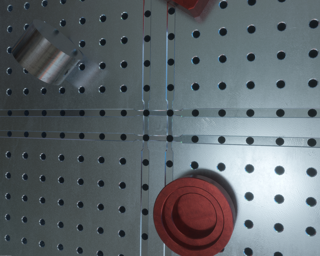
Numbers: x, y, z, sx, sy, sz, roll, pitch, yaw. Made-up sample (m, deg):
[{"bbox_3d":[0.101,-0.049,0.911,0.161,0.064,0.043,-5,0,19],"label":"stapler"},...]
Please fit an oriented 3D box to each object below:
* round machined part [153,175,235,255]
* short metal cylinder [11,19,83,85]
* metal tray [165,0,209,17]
[{"bbox_3d":[0.045,0.107,0.388,0.098,0.042,0.097,0,90,20],"label":"round machined part"},{"bbox_3d":[-0.158,-0.106,0.439,0.050,0.080,0.080,-45,76,14],"label":"short metal cylinder"},{"bbox_3d":[0.044,-0.222,0.394,0.090,0.030,0.129,37,102,16],"label":"metal tray"}]
